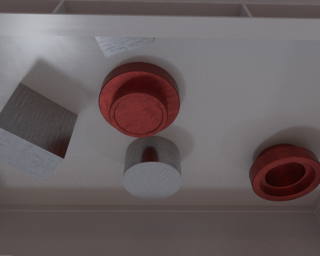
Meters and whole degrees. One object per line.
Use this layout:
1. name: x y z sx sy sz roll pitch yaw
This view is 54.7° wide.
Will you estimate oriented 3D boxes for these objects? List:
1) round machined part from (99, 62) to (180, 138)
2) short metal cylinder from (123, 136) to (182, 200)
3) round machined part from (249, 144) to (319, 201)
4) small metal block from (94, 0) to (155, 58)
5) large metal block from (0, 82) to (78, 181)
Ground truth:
1. round machined part: -0.025 -0.026 0.375 0.099 0.042 0.097 -1 130 0
2. short metal cylinder: -0.011 0.057 0.442 0.081 0.050 0.079 0 130 0
3. round machined part: 0.180 0.061 0.453 0.099 0.042 0.097 -1 130 0
4. small metal block: -0.033 -0.099 0.308 0.050 0.050 0.025 -15 129 12
5. large metal block: -0.155 0.004 0.374 0.080 0.080 0.050 32 123 -25
